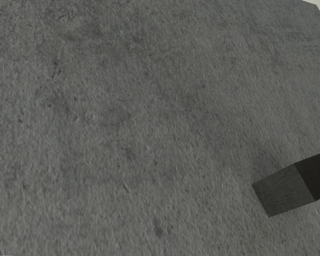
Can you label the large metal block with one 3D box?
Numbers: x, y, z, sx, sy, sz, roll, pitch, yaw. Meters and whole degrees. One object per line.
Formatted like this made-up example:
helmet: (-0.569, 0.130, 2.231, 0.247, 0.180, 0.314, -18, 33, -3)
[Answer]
large metal block: (0.191, 0.077, 0.427, 0.081, 0.080, 0.050, -11, 68, -33)
